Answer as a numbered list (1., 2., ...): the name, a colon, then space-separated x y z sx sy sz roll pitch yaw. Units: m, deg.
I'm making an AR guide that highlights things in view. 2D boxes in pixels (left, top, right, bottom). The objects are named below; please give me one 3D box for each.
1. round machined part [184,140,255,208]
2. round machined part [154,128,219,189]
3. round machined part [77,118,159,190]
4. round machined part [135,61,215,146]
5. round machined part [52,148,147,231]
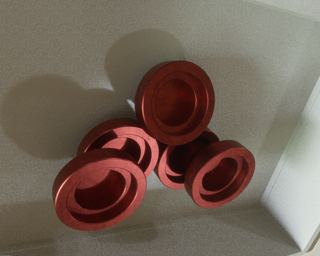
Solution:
1. round machined part: 0.075 0.057 0.419 0.099 0.042 0.097 -14 124 -21
2. round machined part: 0.033 0.035 0.435 0.099 0.042 0.097 -14 124 -21
3. round machined part: -0.054 0.030 0.385 0.099 0.042 0.097 -14 124 -21
4. round machined part: 0.014 -0.031 0.371 0.099 0.042 0.097 -7 104 -29
5. round machined part: -0.068 0.063 0.343 0.099 0.042 0.097 -14 124 -21
